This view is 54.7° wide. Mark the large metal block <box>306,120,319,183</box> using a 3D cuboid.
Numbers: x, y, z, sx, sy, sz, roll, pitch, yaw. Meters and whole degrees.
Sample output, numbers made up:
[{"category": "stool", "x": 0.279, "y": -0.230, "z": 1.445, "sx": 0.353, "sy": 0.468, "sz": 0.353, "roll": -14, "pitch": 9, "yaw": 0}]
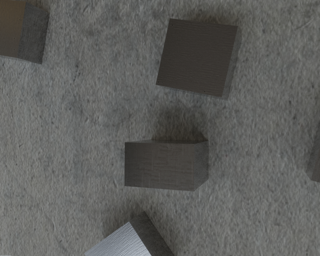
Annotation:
[{"category": "large metal block", "x": 0.208, "y": 0.024, "z": 0.323, "sx": 0.080, "sy": 0.050, "sz": 0.079, "roll": 14, "pitch": 95, "yaw": 19}]

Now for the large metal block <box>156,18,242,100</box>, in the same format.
[{"category": "large metal block", "x": 0.049, "y": -0.082, "z": 0.378, "sx": 0.080, "sy": 0.050, "sz": 0.079, "roll": 14, "pitch": 95, "yaw": 19}]

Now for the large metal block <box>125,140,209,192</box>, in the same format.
[{"category": "large metal block", "x": 0.011, "y": 0.041, "z": 0.375, "sx": 0.080, "sy": 0.080, "sz": 0.050, "roll": 1, "pitch": 90, "yaw": 19}]

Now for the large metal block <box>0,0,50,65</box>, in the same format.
[{"category": "large metal block", "x": -0.224, "y": -0.147, "z": 0.473, "sx": 0.080, "sy": 0.050, "sz": 0.079, "roll": 12, "pitch": 94, "yaw": 19}]

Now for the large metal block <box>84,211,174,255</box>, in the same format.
[{"category": "large metal block", "x": -0.037, "y": 0.171, "z": 0.408, "sx": 0.080, "sy": 0.050, "sz": 0.080, "roll": -39, "pitch": 78, "yaw": 15}]
